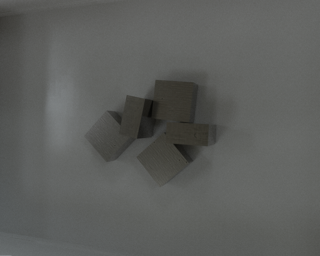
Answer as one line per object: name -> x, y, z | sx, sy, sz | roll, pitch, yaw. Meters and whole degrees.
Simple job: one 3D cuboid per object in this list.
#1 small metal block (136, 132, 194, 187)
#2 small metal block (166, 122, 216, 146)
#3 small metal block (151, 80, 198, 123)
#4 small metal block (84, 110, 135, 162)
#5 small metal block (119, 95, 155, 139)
small metal block -> 0.007, 0.041, 0.405 | 0.050, 0.025, 0.050 | -42, 77, 15
small metal block -> 0.039, 0.007, 0.380 | 0.050, 0.050, 0.025 | 3, 91, 19
small metal block -> 0.019, -0.034, 0.401 | 0.050, 0.025, 0.050 | 7, 92, 19
small metal block -> -0.068, 0.011, 0.431 | 0.050, 0.025, 0.050 | -46, 76, 14
small metal block -> -0.026, -0.014, 0.403 | 0.025, 0.050, 0.050 | 13, 95, 19
